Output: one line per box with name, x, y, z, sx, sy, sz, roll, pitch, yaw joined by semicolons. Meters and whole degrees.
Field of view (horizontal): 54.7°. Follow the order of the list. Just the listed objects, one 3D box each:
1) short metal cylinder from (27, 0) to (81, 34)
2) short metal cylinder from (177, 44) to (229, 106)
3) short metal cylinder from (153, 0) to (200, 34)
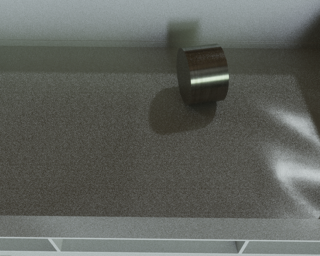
short metal cylinder;-0.187;-0.218;0.554;0.080;0.080;0.050;4;50;3
short metal cylinder;0.057;-0.074;0.432;0.050;0.080;0.080;-9;51;-7
short metal cylinder;0.028;-0.218;0.555;0.081;0.080;0.050;-1;50;-1
